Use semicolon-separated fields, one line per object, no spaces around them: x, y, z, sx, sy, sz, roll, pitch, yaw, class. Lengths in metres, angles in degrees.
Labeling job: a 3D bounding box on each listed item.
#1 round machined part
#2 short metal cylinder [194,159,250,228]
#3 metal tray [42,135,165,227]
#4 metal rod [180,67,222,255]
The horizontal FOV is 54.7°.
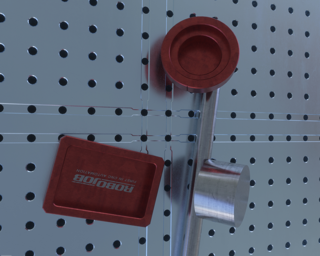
0.052;-0.092;0.409;0.099;0.042;0.098;-1;79;5;round machined part
0.084;0.085;0.409;0.080;0.050;0.079;-21;114;-59;short metal cylinder
-0.067;0.067;0.385;0.131;0.030;0.090;15;85;-20;metal tray
0.057;0.056;0.433;0.025;0.025;0.298;9;87;-20;metal rod
